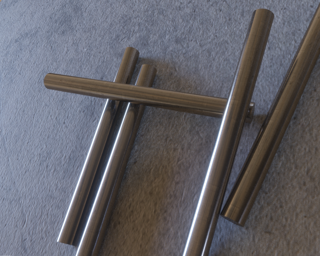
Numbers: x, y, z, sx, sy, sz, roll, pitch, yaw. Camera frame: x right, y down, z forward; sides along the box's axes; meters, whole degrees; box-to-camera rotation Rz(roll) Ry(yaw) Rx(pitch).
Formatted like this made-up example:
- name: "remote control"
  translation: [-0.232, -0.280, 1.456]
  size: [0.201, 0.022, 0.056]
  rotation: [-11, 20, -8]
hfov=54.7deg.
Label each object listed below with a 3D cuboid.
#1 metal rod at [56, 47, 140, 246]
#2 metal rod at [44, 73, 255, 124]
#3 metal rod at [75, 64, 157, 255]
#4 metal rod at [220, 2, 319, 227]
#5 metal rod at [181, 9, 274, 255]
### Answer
- name: "metal rod"
  translation: [-0.079, 0.009, 0.438]
  size: [0.025, 0.025, 0.300]
  rotation: [0, 62, 28]
- name: "metal rod"
  translation: [-0.030, -0.044, 0.414]
  size: [0.301, 0.025, 0.025]
  rotation: [11, 67, 22]
- name: "metal rod"
  translation: [-0.055, 0.043, 0.404]
  size: [0.025, 0.025, 0.300]
  rotation: [2, 62, 29]
- name: "metal rod"
  translation: [0.143, -0.033, 0.348]
  size: [0.025, 0.025, 0.300]
  rotation: [19, 71, 35]
- name: "metal rod"
  translation: [0.075, 0.006, 0.332]
  size: [0.025, 0.025, 0.299]
  rotation: [11, 75, 32]
